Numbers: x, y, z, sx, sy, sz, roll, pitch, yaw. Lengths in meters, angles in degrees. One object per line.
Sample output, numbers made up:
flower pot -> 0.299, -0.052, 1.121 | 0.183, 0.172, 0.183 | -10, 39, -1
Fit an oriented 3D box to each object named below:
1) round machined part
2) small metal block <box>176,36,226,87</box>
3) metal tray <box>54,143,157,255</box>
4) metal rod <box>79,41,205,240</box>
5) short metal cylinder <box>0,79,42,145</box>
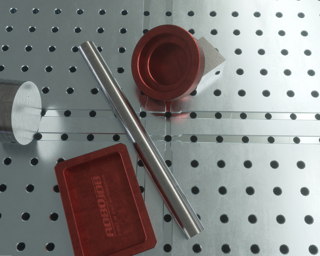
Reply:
round machined part -> 0.014, -0.085, 0.418 | 0.098, 0.042, 0.097 | 1, 93, 25
small metal block -> 0.058, -0.096, 0.447 | 0.050, 0.025, 0.050 | -36, 74, -13
metal tray -> -0.066, 0.093, 0.374 | 0.091, 0.030, 0.130 | -18, 71, -7
metal rod -> -0.033, 0.004, 0.409 | 0.025, 0.025, 0.299 | -28, 73, -10
short metal cylinder -> -0.190, -0.021, 0.388 | 0.050, 0.080, 0.080 | 5, 70, 2
